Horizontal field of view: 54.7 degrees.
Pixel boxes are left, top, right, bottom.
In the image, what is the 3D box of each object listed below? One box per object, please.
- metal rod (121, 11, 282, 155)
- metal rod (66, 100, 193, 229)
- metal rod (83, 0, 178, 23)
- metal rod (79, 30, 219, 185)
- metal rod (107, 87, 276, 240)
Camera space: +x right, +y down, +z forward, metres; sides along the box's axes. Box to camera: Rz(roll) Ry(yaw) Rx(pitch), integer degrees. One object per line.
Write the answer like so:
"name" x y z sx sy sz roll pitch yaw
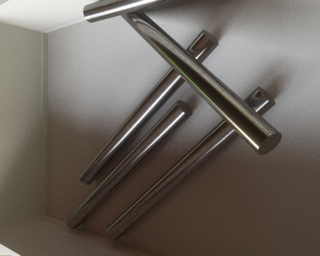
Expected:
"metal rod" 0.022 -0.079 0.353 0.025 0.025 0.300 -58 46 24
"metal rod" -0.059 0.068 0.455 0.299 0.025 0.025 -46 63 30
"metal rod" 0.026 -0.165 0.362 0.300 0.025 0.025 -1 90 33
"metal rod" -0.031 -0.011 0.432 0.299 0.025 0.025 -46 63 30
"metal rod" 0.020 0.061 0.390 0.299 0.025 0.025 -47 62 30
